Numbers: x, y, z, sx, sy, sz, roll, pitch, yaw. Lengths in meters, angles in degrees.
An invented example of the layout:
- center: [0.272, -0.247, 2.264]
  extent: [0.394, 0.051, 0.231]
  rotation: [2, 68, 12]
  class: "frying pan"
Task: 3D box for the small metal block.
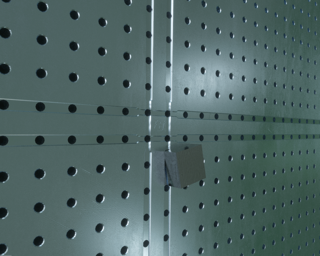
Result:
- center: [0.036, 0.052, 0.438]
  extent: [0.050, 0.025, 0.050]
  rotation: [-14, 99, -39]
  class: "small metal block"
